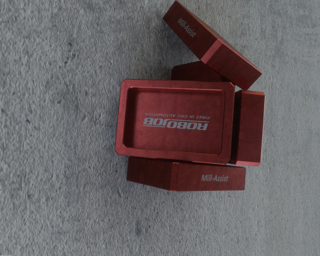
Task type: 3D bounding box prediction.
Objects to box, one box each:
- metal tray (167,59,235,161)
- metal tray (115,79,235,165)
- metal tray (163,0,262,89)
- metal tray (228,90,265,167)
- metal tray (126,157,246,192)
[{"bbox_3d":[0.051,-0.021,0.408,0.030,0.090,0.129,10,84,-40],"label":"metal tray"},{"bbox_3d":[0.017,-0.008,0.359,0.030,0.131,0.089,21,73,-76],"label":"metal tray"},{"bbox_3d":[0.065,-0.109,0.403,0.090,0.130,0.030,22,117,-38],"label":"metal tray"},{"bbox_3d":[0.099,0.003,0.427,0.030,0.130,0.089,6,86,-7],"label":"metal tray"},{"bbox_3d":[0.035,0.058,0.395,0.131,0.090,0.030,9,85,-40],"label":"metal tray"}]
